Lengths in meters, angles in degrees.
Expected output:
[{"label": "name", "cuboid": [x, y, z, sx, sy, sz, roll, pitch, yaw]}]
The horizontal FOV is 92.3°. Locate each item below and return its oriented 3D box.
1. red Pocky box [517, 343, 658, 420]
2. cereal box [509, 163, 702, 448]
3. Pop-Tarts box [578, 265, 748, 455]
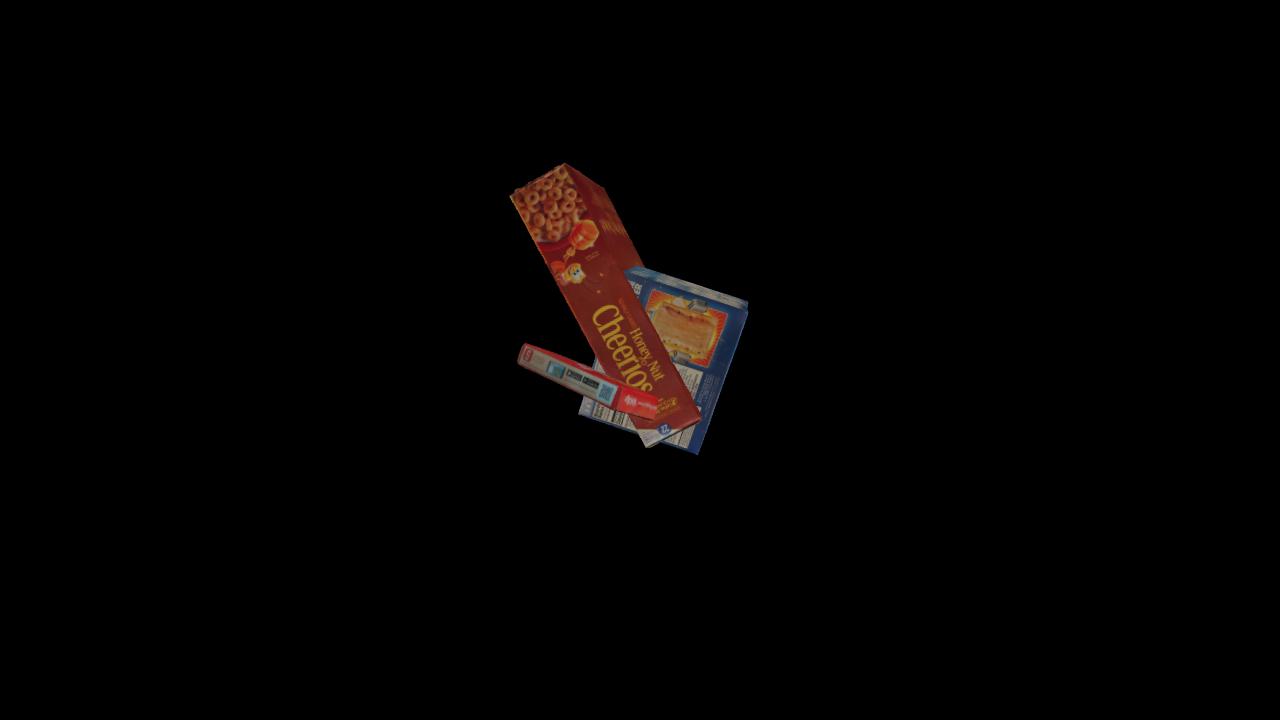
[{"label": "red Pocky box", "cuboid": [-0.053, 0.023, 0.664, 0.155, 0.028, 0.083, 22, -1, 37]}, {"label": "cereal box", "cuboid": [-0.022, -0.065, 0.728, 0.081, 0.306, 0.203, -27, 5, 11]}, {"label": "Pop-Tarts box", "cuboid": [0.027, -0.004, 0.683, 0.141, 0.167, 0.083, 18, 14, 4]}]
